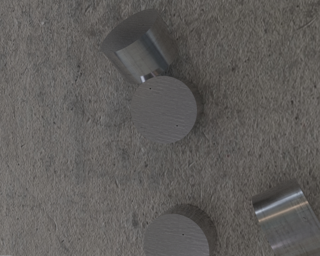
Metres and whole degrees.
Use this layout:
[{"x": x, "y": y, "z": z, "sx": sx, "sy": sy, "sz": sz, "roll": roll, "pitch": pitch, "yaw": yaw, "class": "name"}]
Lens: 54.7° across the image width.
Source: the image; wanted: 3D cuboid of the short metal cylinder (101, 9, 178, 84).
[{"x": -0.025, "y": -0.101, "z": 0.383, "sx": 0.080, "sy": 0.050, "sz": 0.080, "roll": -22, "pitch": 40, "yaw": 20, "class": "short metal cylinder"}]

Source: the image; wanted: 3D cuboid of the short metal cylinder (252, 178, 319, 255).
[{"x": 0.141, "y": 0.100, "z": 0.330, "sx": 0.050, "sy": 0.080, "sz": 0.080, "roll": -30, "pitch": 80, "yaw": 18, "class": "short metal cylinder"}]

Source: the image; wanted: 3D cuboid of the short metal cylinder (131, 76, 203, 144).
[{"x": 0.010, "y": -0.024, "z": 0.386, "sx": 0.080, "sy": 0.050, "sz": 0.079, "roll": 2, "pitch": 99, "yaw": 15, "class": "short metal cylinder"}]

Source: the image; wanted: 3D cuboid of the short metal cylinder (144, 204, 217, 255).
[{"x": 0.027, "y": 0.140, "z": 0.386, "sx": 0.080, "sy": 0.050, "sz": 0.080, "roll": 0, "pitch": 90, "yaw": 20, "class": "short metal cylinder"}]
